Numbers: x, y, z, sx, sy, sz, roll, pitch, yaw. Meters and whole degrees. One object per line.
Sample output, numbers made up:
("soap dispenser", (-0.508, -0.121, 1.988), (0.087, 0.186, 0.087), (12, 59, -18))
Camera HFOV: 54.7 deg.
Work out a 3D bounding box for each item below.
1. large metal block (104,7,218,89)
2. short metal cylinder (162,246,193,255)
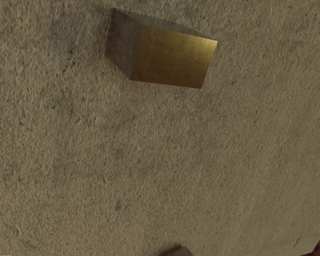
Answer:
("large metal block", (-0.003, -0.082, 0.319), (0.081, 0.080, 0.050), (2, 117, -30))
("short metal cylinder", (0.037, 0.260, 0.553), (0.050, 0.080, 0.079), (-17, 126, -19))
